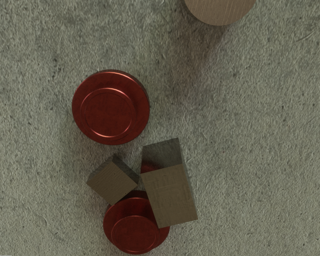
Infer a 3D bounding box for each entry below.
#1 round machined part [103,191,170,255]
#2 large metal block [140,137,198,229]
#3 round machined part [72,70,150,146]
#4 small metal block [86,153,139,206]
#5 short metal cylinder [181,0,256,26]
[{"bbox_3d":[-0.034,0.145,0.454,0.099,0.042,0.097,0,110,-1],"label":"round machined part"},{"bbox_3d":[0.012,0.069,0.406,0.050,0.080,0.080,-15,110,5],"label":"large metal block"},{"bbox_3d":[-0.062,-0.022,0.392,0.099,0.042,0.097,0,110,-1],"label":"round machined part"},{"bbox_3d":[-0.066,0.073,0.436,0.050,0.025,0.050,-41,106,13],"label":"small metal block"},{"bbox_3d":[0.063,-0.155,0.340,0.081,0.050,0.079,0,110,-1],"label":"short metal cylinder"}]
